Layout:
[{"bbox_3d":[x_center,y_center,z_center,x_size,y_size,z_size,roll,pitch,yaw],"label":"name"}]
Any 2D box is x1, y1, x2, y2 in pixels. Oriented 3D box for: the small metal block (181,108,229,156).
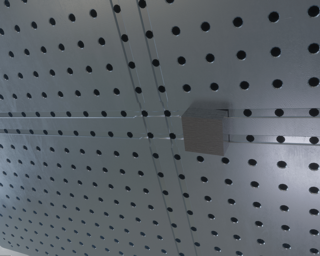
[{"bbox_3d":[0.057,0.004,0.384,0.050,0.025,0.050,6,121,25],"label":"small metal block"}]
